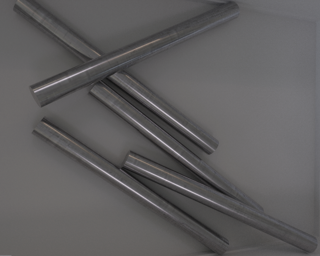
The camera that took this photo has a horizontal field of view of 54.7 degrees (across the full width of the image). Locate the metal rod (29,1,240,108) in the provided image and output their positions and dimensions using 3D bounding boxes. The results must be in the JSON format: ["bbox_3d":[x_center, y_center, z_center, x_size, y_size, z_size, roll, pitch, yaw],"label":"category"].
[{"bbox_3d":[-0.012,-0.102,0.385,0.302,0.025,0.025,-30,100,-25],"label":"metal rod"}]

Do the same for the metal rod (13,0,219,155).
[{"bbox_3d":[-0.042,-0.058,0.394,0.301,0.025,0.025,36,79,-17],"label":"metal rod"}]

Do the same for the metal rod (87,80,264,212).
[{"bbox_3d":[0.032,0.038,0.422,0.301,0.025,0.025,38,78,-16],"label":"metal rod"}]

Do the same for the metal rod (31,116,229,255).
[{"bbox_3d":[-0.026,0.083,0.400,0.301,0.025,0.025,37,78,-16],"label":"metal rod"}]

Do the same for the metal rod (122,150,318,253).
[{"bbox_3d":[0.089,0.105,0.424,0.301,0.025,0.025,26,81,-11],"label":"metal rod"}]
